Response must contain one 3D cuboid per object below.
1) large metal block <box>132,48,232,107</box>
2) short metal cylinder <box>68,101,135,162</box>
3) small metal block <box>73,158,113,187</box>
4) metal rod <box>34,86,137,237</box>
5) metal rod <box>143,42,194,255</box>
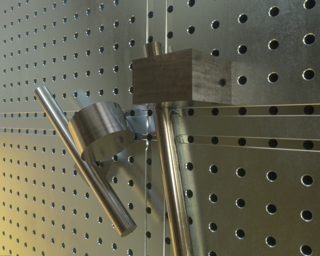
[{"bbox_3d":[0.026,-0.052,0.352,0.080,0.081,0.050,0,90,40],"label":"large metal block"},{"bbox_3d":[-0.083,0.006,0.442,0.080,0.081,0.050,-43,64,31],"label":"short metal cylinder"},{"bbox_3d":[-0.108,0.058,0.499,0.050,0.025,0.050,41,115,32],"label":"small metal block"},{"bbox_3d":[-0.126,0.036,0.481,0.300,0.025,0.025,50,119,28],"label":"metal rod"},{"bbox_3d":[0.012,0.036,0.399,0.025,0.025,0.298,-14,81,39],"label":"metal rod"}]
